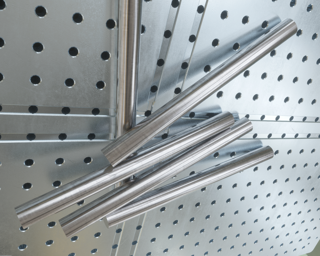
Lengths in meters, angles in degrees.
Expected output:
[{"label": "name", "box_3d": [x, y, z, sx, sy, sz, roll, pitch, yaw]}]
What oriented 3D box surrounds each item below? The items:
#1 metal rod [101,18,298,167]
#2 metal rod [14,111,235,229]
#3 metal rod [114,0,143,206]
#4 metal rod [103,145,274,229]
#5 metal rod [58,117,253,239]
[{"label": "metal rod", "box_3d": [0.058, -0.051, 0.391, 0.301, 0.025, 0.025, -36, 129, -12]}, {"label": "metal rod", "box_3d": [-0.023, 0.041, 0.391, 0.302, 0.025, 0.025, -24, 128, -26]}, {"label": "metal rod", "box_3d": [-0.042, -0.014, 0.379, 0.025, 0.025, 0.298, -9, 122, -24]}, {"label": "metal rod", "box_3d": [0.058, 0.081, 0.472, 0.302, 0.025, 0.025, -17, 125, -26]}, {"label": "metal rod", "box_3d": [0.009, 0.058, 0.427, 0.302, 0.025, 0.025, -27, 128, -21]}]
